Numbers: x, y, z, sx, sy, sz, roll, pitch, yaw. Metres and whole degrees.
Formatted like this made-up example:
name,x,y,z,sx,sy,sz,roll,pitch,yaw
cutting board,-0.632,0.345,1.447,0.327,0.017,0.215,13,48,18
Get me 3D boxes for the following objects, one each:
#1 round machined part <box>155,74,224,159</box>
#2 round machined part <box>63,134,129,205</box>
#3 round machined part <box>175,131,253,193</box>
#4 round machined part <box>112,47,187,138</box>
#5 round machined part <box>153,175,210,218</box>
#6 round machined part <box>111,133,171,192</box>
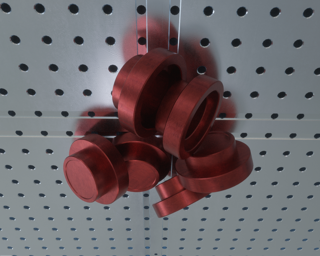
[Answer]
name,x,y,z,sx,sy,sz,roll,pitch,yaw
round machined part,0.030,-0.016,0.356,0.042,0.099,0.097,28,134,22
round machined part,-0.092,0.060,0.417,0.098,0.042,0.097,18,121,33
round machined part,0.066,0.037,0.399,0.098,0.098,0.042,-14,111,11
round machined part,-0.015,-0.041,0.341,0.042,0.099,0.097,28,134,23
round machined part,0.032,0.089,0.454,0.098,0.098,0.042,-31,79,24
round machined part,-0.034,0.056,0.447,0.099,0.042,0.097,0,130,0
